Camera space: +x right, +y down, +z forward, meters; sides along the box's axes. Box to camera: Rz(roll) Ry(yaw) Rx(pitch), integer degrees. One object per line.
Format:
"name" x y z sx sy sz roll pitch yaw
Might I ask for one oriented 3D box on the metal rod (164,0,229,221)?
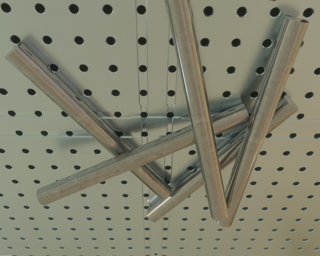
"metal rod" 0.050 -0.006 0.369 0.025 0.025 0.299 -11 118 9

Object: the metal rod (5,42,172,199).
"metal rod" -0.076 0.009 0.418 0.025 0.025 0.300 -27 125 21

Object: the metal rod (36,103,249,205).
"metal rod" -0.027 0.038 0.414 0.301 0.025 0.025 -23 127 7

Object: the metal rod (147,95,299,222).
"metal rod" 0.075 0.061 0.463 0.025 0.025 0.299 29 124 -23

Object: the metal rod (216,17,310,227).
"metal rod" 0.118 0.015 0.394 0.025 0.025 0.298 6 121 -6
